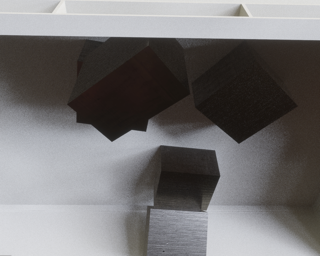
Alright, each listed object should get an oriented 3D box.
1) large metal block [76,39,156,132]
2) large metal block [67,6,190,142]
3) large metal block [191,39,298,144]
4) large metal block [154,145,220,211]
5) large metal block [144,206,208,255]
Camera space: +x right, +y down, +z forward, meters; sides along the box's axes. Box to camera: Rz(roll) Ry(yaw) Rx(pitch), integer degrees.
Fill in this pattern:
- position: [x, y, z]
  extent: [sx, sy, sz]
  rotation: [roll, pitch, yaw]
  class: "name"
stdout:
- position: [-0.049, -0.047, 0.352]
  extent: [0.081, 0.050, 0.079]
  rotation: [8, 130, -7]
  class: "large metal block"
- position: [-0.025, -0.047, 0.267]
  extent: [0.080, 0.080, 0.050]
  rotation: [-31, 124, 22]
  class: "large metal block"
- position: [0.096, -0.039, 0.361]
  extent: [0.080, 0.050, 0.080]
  rotation: [37, 121, -27]
  class: "large metal block"
- position: [0.036, 0.075, 0.457]
  extent: [0.081, 0.050, 0.079]
  rotation: [6, 130, -6]
  class: "large metal block"
- position: [0.021, 0.156, 0.441]
  extent: [0.081, 0.080, 0.050]
  rotation: [6, 170, -7]
  class: "large metal block"
